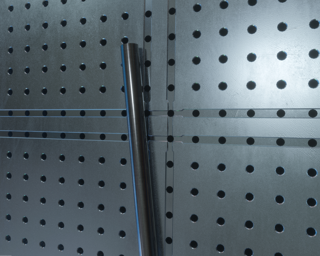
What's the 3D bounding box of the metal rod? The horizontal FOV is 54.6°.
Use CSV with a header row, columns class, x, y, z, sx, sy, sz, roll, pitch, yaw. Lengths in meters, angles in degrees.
class,x,y,z,sx,sy,sz,roll,pitch,yaw
metal rod,-0.028,0.035,0.422,0.025,0.025,0.298,-6,88,20
